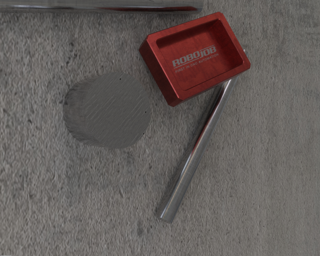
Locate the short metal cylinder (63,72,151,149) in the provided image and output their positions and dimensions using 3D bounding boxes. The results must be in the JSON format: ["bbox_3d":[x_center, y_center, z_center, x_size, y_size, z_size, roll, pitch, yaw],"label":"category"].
[{"bbox_3d":[-0.058,-0.018,0.340,0.081,0.050,0.079,0,90,-40],"label":"short metal cylinder"}]

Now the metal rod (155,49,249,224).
[{"bbox_3d":[0.070,-0.002,0.463,0.025,0.025,0.300,43,64,-32],"label":"metal rod"}]

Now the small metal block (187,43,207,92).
[{"bbox_3d":[0.057,-0.087,0.453,0.050,0.025,0.050,50,61,-29],"label":"small metal block"}]

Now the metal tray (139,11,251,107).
[{"bbox_3d":[0.049,-0.094,0.410,0.131,0.030,0.090,-27,88,-27],"label":"metal tray"}]

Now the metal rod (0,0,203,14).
[{"bbox_3d":[-0.060,-0.144,0.353,0.302,0.025,0.025,-17,101,-39],"label":"metal rod"}]
